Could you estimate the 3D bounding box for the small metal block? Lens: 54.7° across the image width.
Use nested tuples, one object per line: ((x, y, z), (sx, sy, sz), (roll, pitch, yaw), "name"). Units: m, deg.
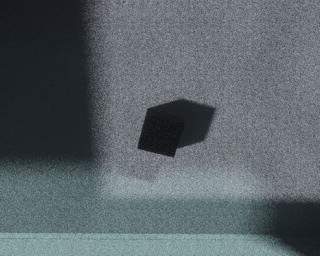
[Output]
((0.001, 0.007, 0.414), (0.050, 0.025, 0.050), (14, 109, -6), "small metal block")
